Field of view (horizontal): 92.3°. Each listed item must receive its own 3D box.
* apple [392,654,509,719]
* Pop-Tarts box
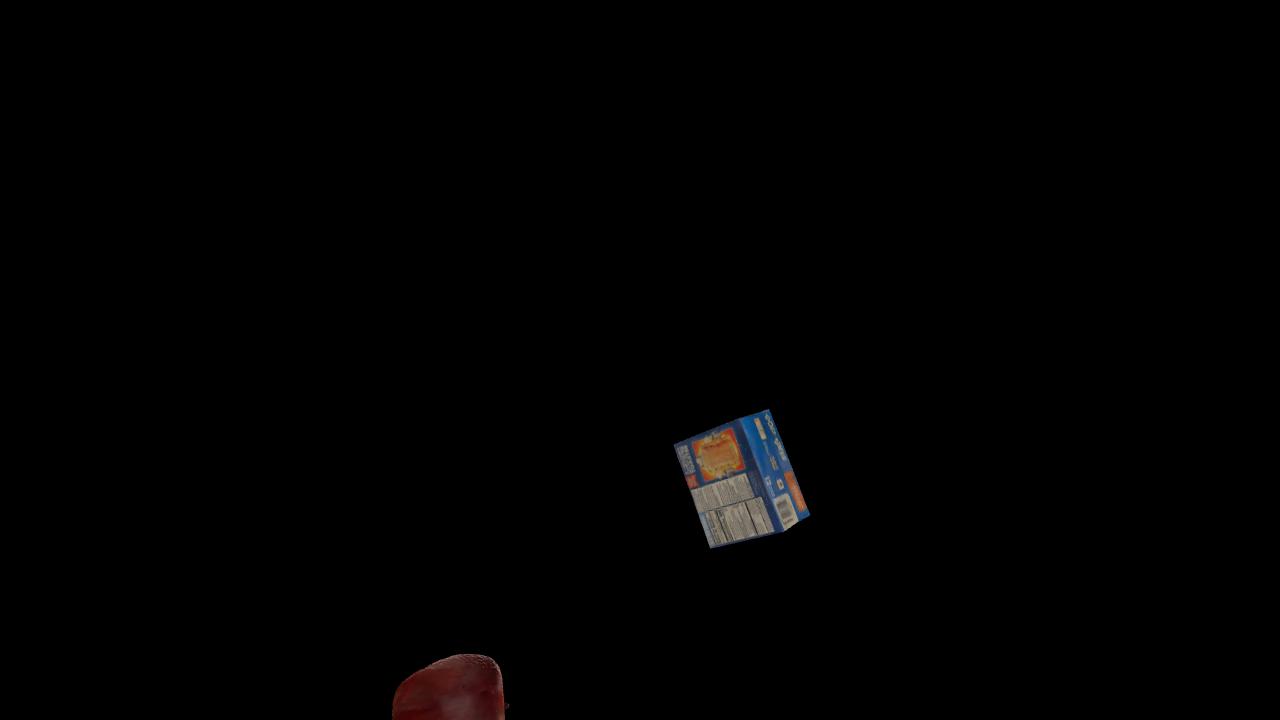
[{"bbox_3d":[-0.154,0.287,0.505,0.093,0.079,0.079,4,-1,-21],"label":"apple"},{"bbox_3d":[0.149,0.178,0.922,0.083,0.167,0.141,-7,-17,-46],"label":"Pop-Tarts box"}]
